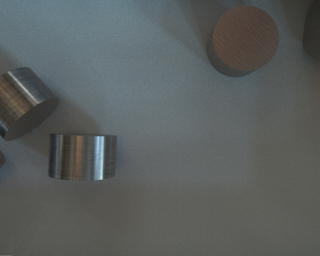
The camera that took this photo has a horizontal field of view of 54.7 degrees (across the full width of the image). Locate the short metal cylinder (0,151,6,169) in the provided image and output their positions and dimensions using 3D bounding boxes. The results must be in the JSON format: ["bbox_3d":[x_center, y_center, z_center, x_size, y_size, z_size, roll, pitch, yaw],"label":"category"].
[{"bbox_3d":[-0.243,0.042,0.381,0.080,0.080,0.050,36,90,-1],"label":"short metal cylinder"}]

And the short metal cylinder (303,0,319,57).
[{"bbox_3d":[0.223,-0.127,0.387,0.050,0.080,0.080,7,90,0],"label":"short metal cylinder"}]

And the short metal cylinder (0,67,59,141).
[{"bbox_3d":[-0.174,-0.029,0.382,0.080,0.080,0.050,-42,91,0],"label":"short metal cylinder"}]

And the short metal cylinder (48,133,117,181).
[{"bbox_3d":[-0.095,0.033,0.383,0.081,0.080,0.050,3,90,-1],"label":"short metal cylinder"}]

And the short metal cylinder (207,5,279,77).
[{"bbox_3d":[0.104,-0.109,0.400,0.081,0.050,0.079,0,90,-1],"label":"short metal cylinder"}]
